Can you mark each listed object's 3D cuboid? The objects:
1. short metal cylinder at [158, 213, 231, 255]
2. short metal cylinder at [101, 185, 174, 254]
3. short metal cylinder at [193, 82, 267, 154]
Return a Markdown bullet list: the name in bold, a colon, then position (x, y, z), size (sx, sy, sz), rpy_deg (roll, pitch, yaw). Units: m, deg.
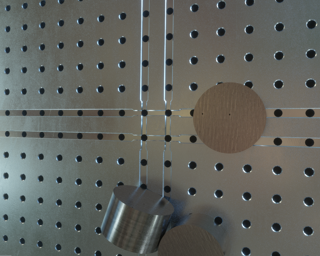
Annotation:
- **short metal cylinder**: position (0.044, 0.152, 0.383), size (0.080, 0.050, 0.079), rpy_deg (0, 90, 19)
- **short metal cylinder**: position (-0.028, 0.113, 0.392), size (0.080, 0.080, 0.050), rpy_deg (22, 97, 18)
- **short metal cylinder**: position (0.085, -0.011, 0.369), size (0.080, 0.050, 0.079), rpy_deg (0, 90, 19)
